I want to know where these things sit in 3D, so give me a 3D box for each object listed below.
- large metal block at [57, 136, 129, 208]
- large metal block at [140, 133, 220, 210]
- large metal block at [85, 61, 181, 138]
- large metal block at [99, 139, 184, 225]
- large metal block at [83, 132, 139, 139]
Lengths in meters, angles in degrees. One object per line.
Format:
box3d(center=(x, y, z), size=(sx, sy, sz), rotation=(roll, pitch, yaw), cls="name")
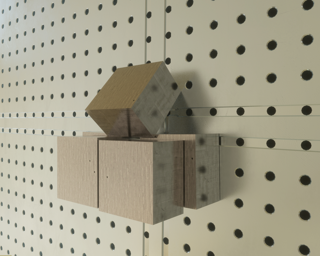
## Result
box3d(center=(-0.085, 0.050, 0.392), size=(0.080, 0.050, 0.079), rotation=(0, 90, 39), cls="large metal block")
box3d(center=(0.023, 0.047, 0.372), size=(0.080, 0.050, 0.079), rotation=(-1, 89, 39), cls="large metal block")
box3d(center=(-0.033, -0.035, 0.391), size=(0.080, 0.050, 0.080), rotation=(1, 48, 39), cls="large metal block")
box3d(center=(-0.022, 0.053, 0.341), size=(0.080, 0.050, 0.079), rotation=(0, 90, 39), cls="large metal block")
box3d(center=(-0.067, 0.046, 0.446), size=(0.080, 0.050, 0.079), rotation=(2, 91, 39), cls="large metal block")
